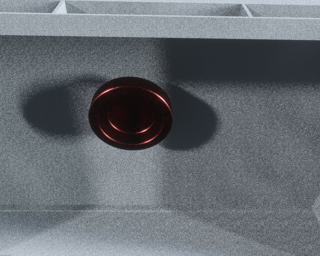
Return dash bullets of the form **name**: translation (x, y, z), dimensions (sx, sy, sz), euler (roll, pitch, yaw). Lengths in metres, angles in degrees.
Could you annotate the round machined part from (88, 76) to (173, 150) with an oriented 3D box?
- **round machined part**: translation (-0.034, -0.022, 0.379), dimensions (0.099, 0.042, 0.097), euler (-1, 130, 0)
